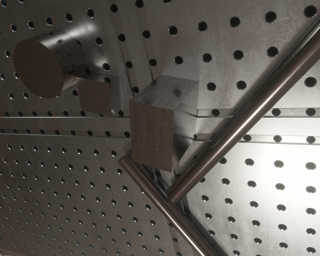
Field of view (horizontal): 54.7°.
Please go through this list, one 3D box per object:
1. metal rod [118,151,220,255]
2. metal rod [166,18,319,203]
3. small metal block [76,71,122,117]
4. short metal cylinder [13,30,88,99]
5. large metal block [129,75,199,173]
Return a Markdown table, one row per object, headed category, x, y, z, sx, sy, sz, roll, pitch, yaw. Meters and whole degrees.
| category | x | y | z | sx | sy | sz | roll | pitch | yaw |
| --- | --- | --- | --- | --- | --- | --- | --- | --- | --- |
| metal rod | 0.041 | 0.157 | 0.485 | 0.025 | 0.025 | 0.300 | -33 | 101 | 38 |
| metal rod | 0.087 | 0.005 | 0.367 | 0.025 | 0.025 | 0.298 | 37 | 129 | 3 |
| small metal block | -0.083 | -0.047 | 0.424 | 0.050 | 0.025 | 0.050 | 13 | 124 | 20 |
| short metal cylinder | -0.146 | -0.086 | 0.417 | 0.080 | 0.050 | 0.079 | 13 | 124 | 20 |
| large metal block | 0.007 | -0.008 | 0.366 | 0.050 | 0.080 | 0.079 | 14 | 124 | 20 |
